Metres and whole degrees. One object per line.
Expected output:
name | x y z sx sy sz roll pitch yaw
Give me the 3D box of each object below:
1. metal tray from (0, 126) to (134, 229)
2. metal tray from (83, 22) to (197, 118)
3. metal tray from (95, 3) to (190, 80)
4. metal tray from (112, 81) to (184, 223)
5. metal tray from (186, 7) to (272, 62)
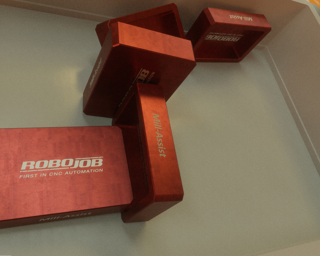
metal tray | -0.099 0.045 0.314 0.131 0.030 0.090 -2 62 -23
metal tray | -0.029 -0.055 0.356 0.091 0.129 0.030 7 59 -25
metal tray | -0.017 -0.116 0.435 0.131 0.030 0.090 -32 112 -38
metal tray | -0.019 0.027 0.336 0.030 0.090 0.130 4 60 -26
metal tray | 0.106 -0.148 0.511 0.131 0.090 0.030 -7 65 -31
